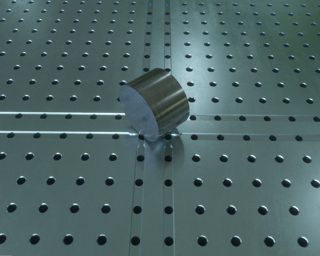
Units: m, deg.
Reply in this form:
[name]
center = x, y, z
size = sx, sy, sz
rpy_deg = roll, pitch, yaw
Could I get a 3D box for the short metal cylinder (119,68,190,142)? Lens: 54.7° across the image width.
[short metal cylinder]
center = -0.008, -0.030, 0.396
size = 0.050, 0.080, 0.080
rpy_deg = -33, 58, -25
